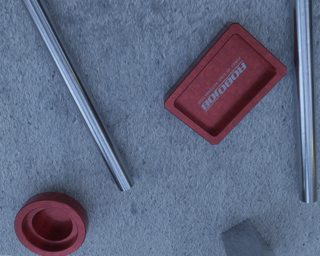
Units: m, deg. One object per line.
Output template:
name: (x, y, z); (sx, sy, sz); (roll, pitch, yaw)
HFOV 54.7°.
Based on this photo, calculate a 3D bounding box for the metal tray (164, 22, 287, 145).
metal tray: (0.078, -0.053, 0.388); (0.090, 0.030, 0.130); (38, 105, -13)

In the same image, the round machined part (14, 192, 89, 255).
round machined part: (-0.152, 0.134, 0.448); (0.099, 0.042, 0.097); (0, 110, -1)

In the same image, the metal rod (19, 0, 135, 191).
metal rod: (-0.103, -0.047, 0.390); (0.025, 0.025, 0.299); (-21, 109, 7)

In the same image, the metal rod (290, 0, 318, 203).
metal rod: (0.187, -0.035, 0.399); (0.025, 0.025, 0.298); (-11, 110, 3)

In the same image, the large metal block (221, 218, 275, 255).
large metal block: (0.140, 0.196, 0.455); (0.050, 0.080, 0.080); (-35, 107, 12)
